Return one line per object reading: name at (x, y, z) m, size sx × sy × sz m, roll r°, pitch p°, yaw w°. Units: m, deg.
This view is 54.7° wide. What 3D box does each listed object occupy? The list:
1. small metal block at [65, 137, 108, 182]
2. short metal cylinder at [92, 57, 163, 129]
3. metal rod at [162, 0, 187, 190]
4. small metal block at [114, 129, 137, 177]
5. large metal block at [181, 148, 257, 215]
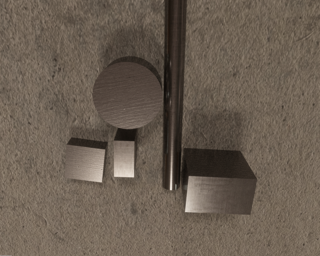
small metal block at (-0.101, 0.044, 0.425) m, size 0.050 × 0.025 × 0.050 m, roll 8°, pitch 110°, yaw -4°
short metal cylinder at (-0.037, -0.045, 0.380) m, size 0.081 × 0.050 × 0.079 m, roll 0°, pitch 110°, yaw -1°
metal rod at (0.017, -0.058, 0.388) m, size 0.025 × 0.025 × 0.298 m, roll 0°, pitch 110°, yaw -1°
small metal block at (-0.045, 0.030, 0.407) m, size 0.025 × 0.050 × 0.050 m, roll 2°, pitch 110°, yaw -1°
large metal block at (0.072, 0.067, 0.406) m, size 0.081 × 0.080 × 0.050 m, roll 3°, pitch 110°, yaw -2°
